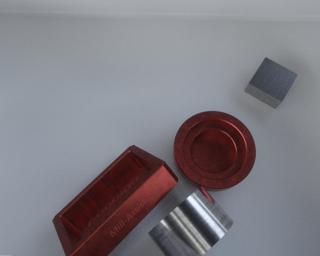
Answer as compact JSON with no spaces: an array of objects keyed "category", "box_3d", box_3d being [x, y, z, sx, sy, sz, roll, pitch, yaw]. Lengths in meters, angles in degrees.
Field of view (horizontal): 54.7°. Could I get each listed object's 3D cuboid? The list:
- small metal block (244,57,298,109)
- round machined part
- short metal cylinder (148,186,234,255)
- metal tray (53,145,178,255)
[{"category":"small metal block","box_3d":[0.155,-0.063,0.435,0.050,0.025,0.050,32,73,10]},{"category":"round machined part","box_3d":[0.065,0.031,0.390,0.099,0.042,0.098,0,70,-1]},{"category":"short metal cylinder","box_3d":[0.034,0.110,0.341,0.080,0.080,0.050,-38,75,-13]},{"category":"metal tray","box_3d":[-0.052,0.081,0.345,0.130,0.090,0.030,-43,116,-15]}]
